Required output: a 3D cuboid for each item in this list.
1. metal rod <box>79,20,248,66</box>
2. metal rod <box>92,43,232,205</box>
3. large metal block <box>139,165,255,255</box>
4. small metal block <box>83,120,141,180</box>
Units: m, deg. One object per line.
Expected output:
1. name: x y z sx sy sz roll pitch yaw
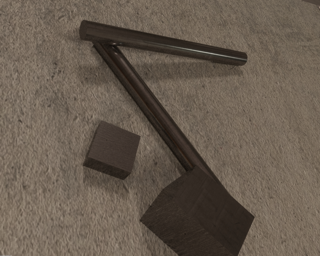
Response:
1. metal rod: 0.026 -0.124 0.476 0.303 0.025 0.025 -1 62 -36
2. metal rod: 0.003 -0.010 0.412 0.025 0.025 0.299 -30 78 -38
3. large metal block: 0.037 0.097 0.331 0.080 0.080 0.050 42 51 0
4. small metal block: -0.055 0.026 0.359 0.050 0.025 0.050 23 53 -15
